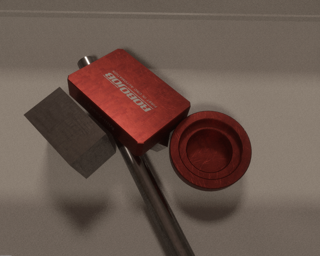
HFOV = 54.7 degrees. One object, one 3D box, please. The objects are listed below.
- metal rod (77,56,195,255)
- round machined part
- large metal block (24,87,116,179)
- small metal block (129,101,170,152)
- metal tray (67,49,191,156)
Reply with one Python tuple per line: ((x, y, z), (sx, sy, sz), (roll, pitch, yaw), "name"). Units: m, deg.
((-0.037, 0.031, 0.397), (0.025, 0.025, 0.299), (-26, 72, -9), "metal rod")
((0.061, 0.031, 0.390), (0.099, 0.042, 0.098), (0, 70, -1), "round machined part")
((-0.105, 0.009, 0.376), (0.050, 0.080, 0.080), (-43, 76, -14), "large metal block")
((-0.014, -0.003, 0.396), (0.050, 0.025, 0.050), (23, 61, -25), "small metal block")
((-0.039, -0.037, 0.387), (0.130, 0.030, 0.091), (41, 58, 18), "metal tray")
